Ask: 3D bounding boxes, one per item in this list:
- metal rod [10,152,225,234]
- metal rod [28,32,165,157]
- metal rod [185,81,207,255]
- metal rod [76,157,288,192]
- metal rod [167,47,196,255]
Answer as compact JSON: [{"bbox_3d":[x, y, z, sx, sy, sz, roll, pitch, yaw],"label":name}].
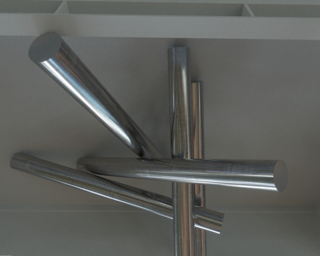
[{"bbox_3d":[-0.067,0.082,0.412,0.301,0.025,0.025,14,132,14],"label":"metal rod"},{"bbox_3d":[-0.033,0.006,0.336,0.025,0.025,0.300,-14,153,12],"label":"metal rod"},{"bbox_3d":[0.047,0.089,0.405,0.025,0.025,0.298,-3,105,2],"label":"metal rod"},{"bbox_3d":[-0.009,0.046,0.351,0.300,0.025,0.025,-5,139,46],"label":"metal rod"},{"bbox_3d":[0.026,0.061,0.355,0.025,0.025,0.298,-2,96,1],"label":"metal rod"}]
